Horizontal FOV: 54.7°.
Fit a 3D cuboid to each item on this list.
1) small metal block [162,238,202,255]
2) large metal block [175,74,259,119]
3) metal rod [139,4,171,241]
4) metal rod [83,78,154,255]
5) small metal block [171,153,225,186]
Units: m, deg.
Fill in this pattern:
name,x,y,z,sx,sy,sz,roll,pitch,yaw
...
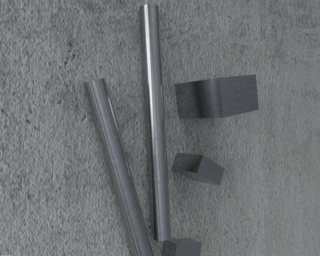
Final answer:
name,x,y,z,sx,sy,sz,roll,pitch,yaw
small metal block,0.029,0.183,0.432,0.050,0.025,0.050,15,80,-39
large metal block,0.080,-0.044,0.439,0.081,0.080,0.050,-12,98,-40
metal rod,-0.006,-0.005,0.401,0.025,0.025,0.298,-6,94,-40
metal rod,-0.039,0.089,0.374,0.025,0.025,0.298,-23,105,-38
small metal block,0.053,0.057,0.436,0.050,0.050,0.025,32,70,-36
